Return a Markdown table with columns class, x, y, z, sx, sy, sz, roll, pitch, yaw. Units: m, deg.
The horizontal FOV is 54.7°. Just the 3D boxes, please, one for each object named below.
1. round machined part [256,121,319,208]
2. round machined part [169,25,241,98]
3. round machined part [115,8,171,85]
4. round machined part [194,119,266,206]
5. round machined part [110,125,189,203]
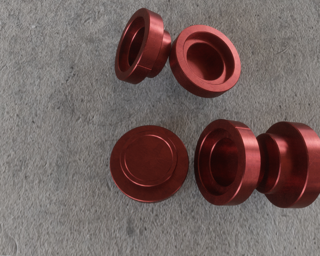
| class | x | y | z | sx | sy | sz | roll | pitch | yaw |
| --- | --- | --- | --- | --- | --- | --- | --- | --- | --- |
| round machined part | 0.135 | 0.041 | 0.352 | 0.042 | 0.098 | 0.098 | 4 | 70 | -12 |
| round machined part | 0.056 | -0.085 | 0.419 | 0.099 | 0.042 | 0.098 | 7 | 71 | -22 |
| round machined part | -0.021 | -0.105 | 0.416 | 0.042 | 0.098 | 0.098 | 15 | 67 | -29 |
| round machined part | 0.083 | 0.040 | 0.361 | 0.042 | 0.098 | 0.098 | 7 | 68 | -25 |
| round machined part | -0.013 | 0.042 | 0.384 | 0.099 | 0.042 | 0.098 | 0 | 70 | 0 |
